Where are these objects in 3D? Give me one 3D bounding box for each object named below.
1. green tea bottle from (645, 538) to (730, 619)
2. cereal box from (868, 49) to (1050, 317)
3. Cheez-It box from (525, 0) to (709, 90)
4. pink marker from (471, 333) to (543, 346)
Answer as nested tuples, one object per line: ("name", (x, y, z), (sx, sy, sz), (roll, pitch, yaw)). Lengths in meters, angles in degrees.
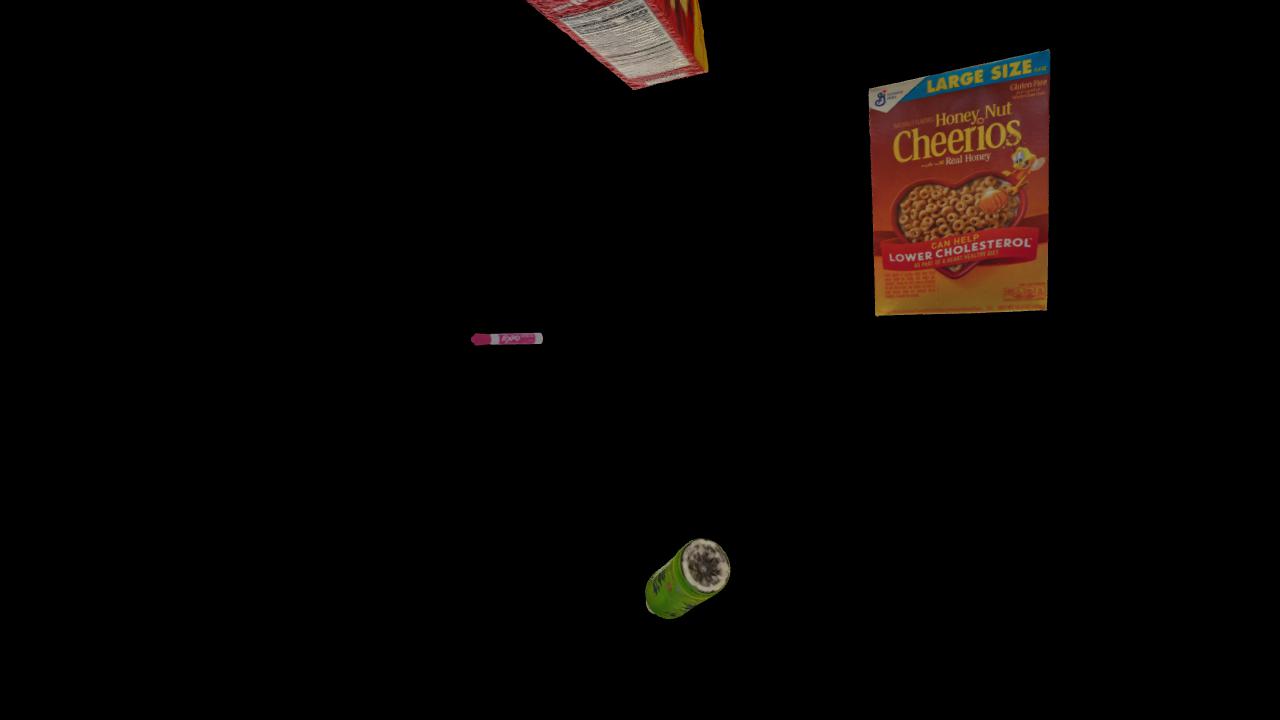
("green tea bottle", (0.053, 0.306, 0.833), (0.073, 0.073, 0.212), (0, -33, -17))
("cereal box", (0.411, -0.213, 0.800), (0.203, 0.306, 0.081), (0, 10, 30))
("Cheez-It box", (-0.021, -0.279, 0.369), (0.071, 0.166, 0.223), (-7, 7, 18))
("pink marker", (-0.209, -0.033, 0.971), (0.121, 0.020, 0.020), (-3, 2, -41))
